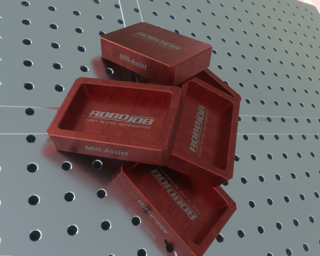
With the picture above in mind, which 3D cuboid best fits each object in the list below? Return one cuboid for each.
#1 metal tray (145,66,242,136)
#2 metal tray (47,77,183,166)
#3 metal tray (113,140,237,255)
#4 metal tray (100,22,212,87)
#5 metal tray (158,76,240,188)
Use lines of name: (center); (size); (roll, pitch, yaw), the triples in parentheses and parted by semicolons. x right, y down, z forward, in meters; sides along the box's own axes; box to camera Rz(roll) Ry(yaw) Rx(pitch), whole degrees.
metal tray: (0.052, -0.055, 0.468); (0.130, 0.030, 0.090); (40, 51, -2)
metal tray: (-0.046, -0.011, 0.349); (0.131, 0.030, 0.090); (7, 53, 11)
metal tray: (0.020, 0.077, 0.370); (0.130, 0.030, 0.091); (48, 51, 5)
metal tray: (-0.006, -0.106, 0.429); (0.130, 0.030, 0.091); (29, 44, 29)
metal tray: (0.052, 0.000, 0.396); (0.090, 0.030, 0.130); (26, 52, -13)
